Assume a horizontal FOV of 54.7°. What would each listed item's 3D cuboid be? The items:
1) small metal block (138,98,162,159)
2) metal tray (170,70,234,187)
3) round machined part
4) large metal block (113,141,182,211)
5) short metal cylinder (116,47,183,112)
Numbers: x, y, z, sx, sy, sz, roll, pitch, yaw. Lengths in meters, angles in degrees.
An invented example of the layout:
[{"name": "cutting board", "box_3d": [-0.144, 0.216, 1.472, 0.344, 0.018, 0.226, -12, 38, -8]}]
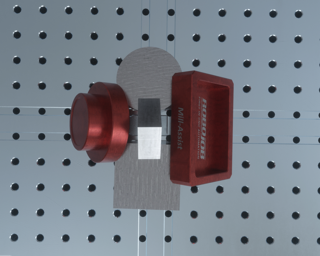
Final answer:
[{"name": "small metal block", "box_3d": [-0.013, 0.001, 0.358, 0.025, 0.050, 0.050, 0, 132, -3]}, {"name": "metal tray", "box_3d": [0.054, 0.001, 0.382, 0.030, 0.091, 0.129, 1, 90, 43]}, {"name": "round machined part", "box_3d": [-0.078, -0.007, 0.372, 0.042, 0.098, 0.097, 1, 90, -33]}, {"name": "large metal block", "box_3d": [-0.015, 0.059, 0.400, 0.081, 0.050, 0.080, 2, 90, 0]}, {"name": "short metal cylinder", "box_3d": [-0.012, -0.059, 0.400, 0.081, 0.050, 0.080, 0, 90, 0]}]
